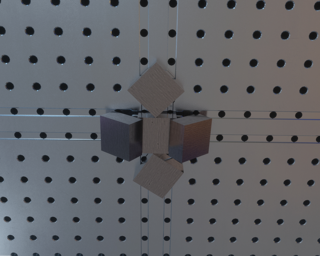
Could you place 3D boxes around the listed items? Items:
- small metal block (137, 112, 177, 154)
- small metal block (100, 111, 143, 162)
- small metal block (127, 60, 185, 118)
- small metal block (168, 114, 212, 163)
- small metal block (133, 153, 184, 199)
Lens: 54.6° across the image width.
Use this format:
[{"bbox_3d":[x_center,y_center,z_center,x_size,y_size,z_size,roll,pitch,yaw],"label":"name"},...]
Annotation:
[{"bbox_3d":[-0.004,0.006,0.415,0.050,0.025,0.050,1,109,-1],"label":"small metal block"},{"bbox_3d":[-0.050,0.010,0.403,0.050,0.025,0.050,17,115,33],"label":"small metal block"},{"bbox_3d":[-0.005,-0.050,0.395,0.050,0.025,0.050,-42,104,13],"label":"small metal block"},{"bbox_3d":[0.039,0.012,0.403,0.050,0.025,0.050,-14,116,-39],"label":"small metal block"},{"bbox_3d":[-0.002,0.063,0.436,0.050,0.025,0.050,33,107,-10],"label":"small metal block"}]
